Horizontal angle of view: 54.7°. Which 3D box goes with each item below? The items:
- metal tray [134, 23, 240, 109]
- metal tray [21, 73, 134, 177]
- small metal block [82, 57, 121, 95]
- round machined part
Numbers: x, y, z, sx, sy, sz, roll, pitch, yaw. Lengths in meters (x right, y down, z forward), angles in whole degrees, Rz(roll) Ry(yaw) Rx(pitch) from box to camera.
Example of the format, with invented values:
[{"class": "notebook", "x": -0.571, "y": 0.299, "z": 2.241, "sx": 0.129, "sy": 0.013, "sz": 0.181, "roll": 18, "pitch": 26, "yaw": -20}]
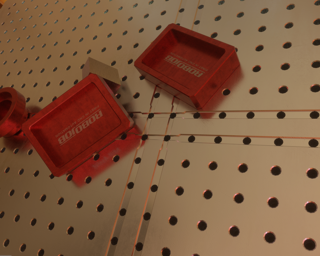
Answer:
[{"class": "metal tray", "x": 0.035, "y": -0.093, "z": 0.443, "sx": 0.090, "sy": 0.030, "sz": 0.130, "roll": -49, "pitch": 52, "yaw": -6}, {"class": "metal tray", "x": -0.115, "y": -0.004, "z": 0.437, "sx": 0.130, "sy": 0.030, "sz": 0.090, "roll": -35, "pitch": 88, "yaw": 4}, {"class": "small metal block", "x": -0.091, "y": -0.079, "z": 0.479, "sx": 0.025, "sy": 0.050, "sz": 0.050, "roll": -54, "pitch": 32, "yaw": 27}, {"class": "round machined part", "x": -0.280, "y": -0.022, "z": 0.558, "sx": 0.098, "sy": 0.042, "sz": 0.098, "roll": -13, "pitch": 56, "yaw": 21}]
